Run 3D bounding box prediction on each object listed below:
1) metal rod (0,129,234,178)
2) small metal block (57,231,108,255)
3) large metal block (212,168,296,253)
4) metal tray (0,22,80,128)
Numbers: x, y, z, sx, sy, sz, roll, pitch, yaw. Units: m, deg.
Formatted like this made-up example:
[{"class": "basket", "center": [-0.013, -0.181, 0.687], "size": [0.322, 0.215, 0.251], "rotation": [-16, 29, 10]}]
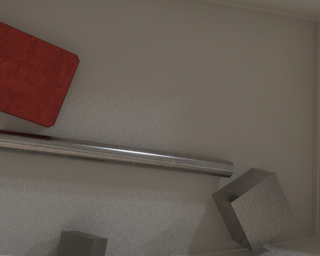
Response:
[{"class": "metal rod", "center": [-0.040, 0.037, 0.396], "size": [0.302, 0.025, 0.025], "rotation": [9, 87, -20]}, {"class": "small metal block", "center": [-0.092, 0.149, 0.357], "size": [0.025, 0.050, 0.050], "rotation": [28, 66, -55]}, {"class": "large metal block", "center": [0.135, 0.116, 0.449], "size": [0.081, 0.050, 0.080], "rotation": [-29, 100, -18]}, {"class": "metal tray", "center": [-0.169, -0.063, 0.346], "size": [0.131, 0.030, 0.090], "rotation": [22, 83, -19]}]
